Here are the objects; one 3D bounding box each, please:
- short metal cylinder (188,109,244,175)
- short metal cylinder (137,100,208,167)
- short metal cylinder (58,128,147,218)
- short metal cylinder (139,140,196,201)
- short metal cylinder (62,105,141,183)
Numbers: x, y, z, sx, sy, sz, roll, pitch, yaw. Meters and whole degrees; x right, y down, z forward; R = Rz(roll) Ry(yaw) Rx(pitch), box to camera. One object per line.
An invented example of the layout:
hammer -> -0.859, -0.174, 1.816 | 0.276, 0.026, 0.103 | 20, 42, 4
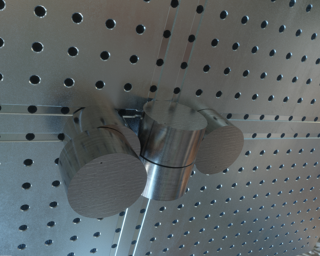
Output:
short metal cylinder -> 0.072, 0.020, 0.445 | 0.081, 0.050, 0.079 | -14, 124, -21
short metal cylinder -> 0.013, 0.005, 0.386 | 0.081, 0.080, 0.050 | 1, 119, -29
short metal cylinder -> -0.060, 0.047, 0.324 | 0.081, 0.050, 0.079 | -14, 124, -21
short metal cylinder -> 0.002, 0.050, 0.407 | 0.081, 0.080, 0.050 | -1, 119, -28
short metal cylinder -> -0.070, 0.019, 0.368 | 0.081, 0.050, 0.079 | -14, 124, -21
